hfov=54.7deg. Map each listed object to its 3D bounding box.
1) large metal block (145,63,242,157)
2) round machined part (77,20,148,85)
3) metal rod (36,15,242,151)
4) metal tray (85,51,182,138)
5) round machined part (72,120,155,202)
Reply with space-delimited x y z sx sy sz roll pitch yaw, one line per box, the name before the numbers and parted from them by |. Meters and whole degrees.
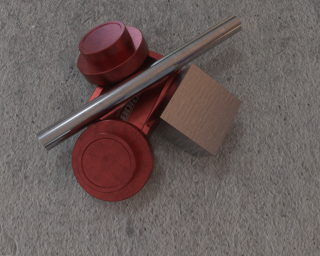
large metal block | 0.042 -0.019 0.388 0.080 0.050 0.080 35 71 -14
round machined part | -0.069 -0.107 0.418 0.098 0.042 0.098 -13 47 15
metal rod | -0.018 -0.064 0.402 0.301 0.025 0.025 -34 74 -12
metal tray | -0.036 -0.046 0.423 0.090 0.030 0.130 23 71 8
round machined part | -0.058 0.039 0.367 0.099 0.042 0.097 0 90 7
